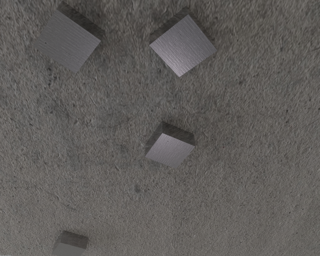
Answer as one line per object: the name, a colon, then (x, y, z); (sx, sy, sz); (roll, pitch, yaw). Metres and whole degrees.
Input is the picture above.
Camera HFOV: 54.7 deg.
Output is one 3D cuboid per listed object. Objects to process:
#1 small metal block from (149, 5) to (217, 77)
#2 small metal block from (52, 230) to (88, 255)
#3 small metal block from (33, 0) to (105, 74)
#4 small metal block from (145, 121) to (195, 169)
small metal block: (0.024, -0.091, 0.330); (0.050, 0.025, 0.050); (-33, 123, 24)
small metal block: (-0.174, 0.228, 0.600); (0.050, 0.025, 0.050); (24, 126, -20)
small metal block: (-0.095, -0.094, 0.326); (0.050, 0.025, 0.050); (32, 123, -25)
small metal block: (0.013, 0.024, 0.428); (0.050, 0.025, 0.050); (23, 127, -19)
